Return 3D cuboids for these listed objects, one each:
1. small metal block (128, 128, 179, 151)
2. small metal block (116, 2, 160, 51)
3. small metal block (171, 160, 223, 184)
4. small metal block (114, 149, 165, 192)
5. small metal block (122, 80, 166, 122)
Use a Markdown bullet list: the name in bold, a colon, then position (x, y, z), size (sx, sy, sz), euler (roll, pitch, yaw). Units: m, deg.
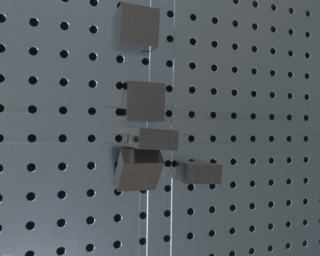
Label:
- **small metal block**: position (-0.010, 0.014, 0.396), size (0.050, 0.050, 0.025), euler (4, 89, -20)
- **small metal block**: position (-0.029, -0.130, 0.402), size (0.050, 0.025, 0.050), euler (3, 89, -20)
- **small metal block**: position (0.048, 0.059, 0.417), size (0.050, 0.050, 0.025), euler (5, 89, -20)
- **small metal block**: position (-0.027, 0.053, 0.389), size (0.050, 0.025, 0.050), euler (2, 129, -20)
- **small metal block**: position (-0.021, -0.034, 0.404), size (0.050, 0.025, 0.050), euler (2, 90, -20)
